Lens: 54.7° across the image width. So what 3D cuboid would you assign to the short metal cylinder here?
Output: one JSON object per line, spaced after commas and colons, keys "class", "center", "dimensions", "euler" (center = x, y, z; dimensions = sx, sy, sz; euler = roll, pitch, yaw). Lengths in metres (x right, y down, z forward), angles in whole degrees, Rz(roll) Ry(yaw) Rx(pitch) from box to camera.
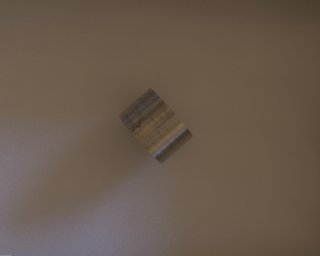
{"class": "short metal cylinder", "center": [-0.005, -0.003, 0.381], "dimensions": [0.050, 0.080, 0.080], "euler": [-41, 91, 0]}
